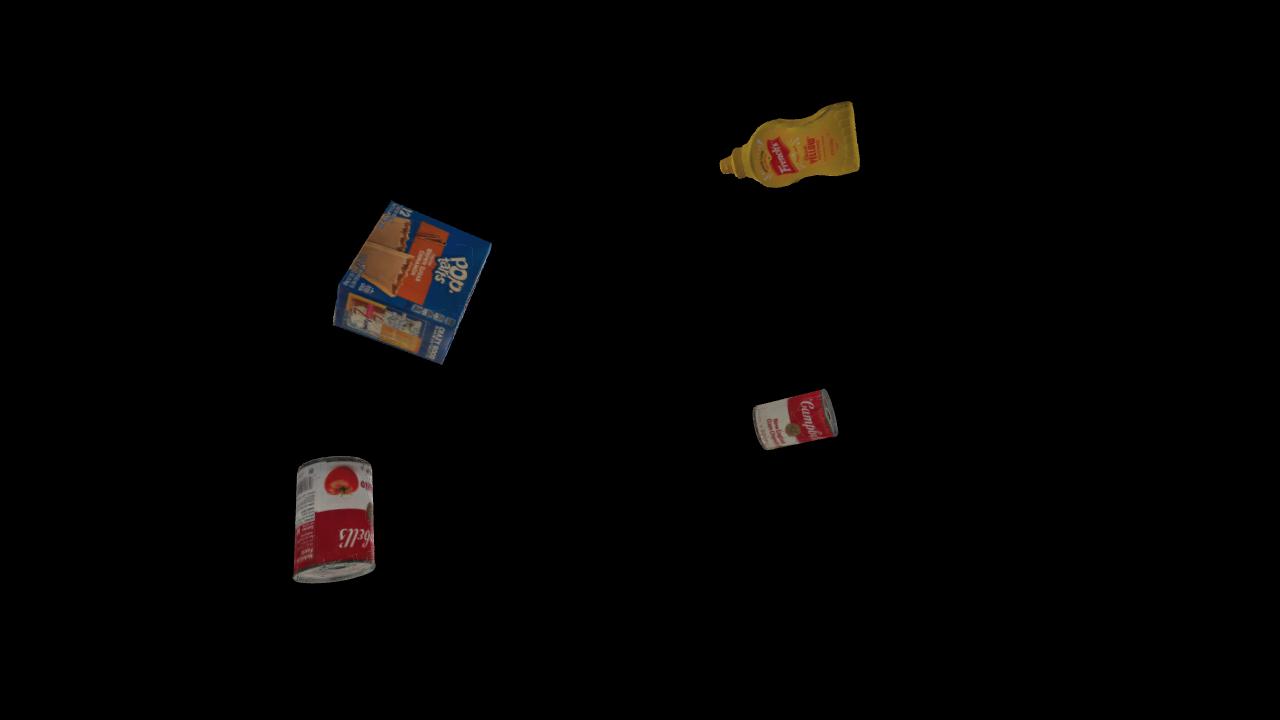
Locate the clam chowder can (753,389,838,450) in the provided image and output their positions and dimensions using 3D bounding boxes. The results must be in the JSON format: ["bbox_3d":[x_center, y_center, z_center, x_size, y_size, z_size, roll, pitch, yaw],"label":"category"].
[{"bbox_3d":[0.218,0.085,0.866,0.102,0.068,0.068,-17,-7,25],"label":"clam chowder can"}]

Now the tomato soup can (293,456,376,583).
[{"bbox_3d":[-0.285,0.148,0.575,0.068,0.101,0.068,-12,-27,-6],"label":"tomato soup can"}]

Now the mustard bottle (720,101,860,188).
[{"bbox_3d":[0.197,-0.282,0.834,0.184,0.092,0.054,-6,38,23],"label":"mustard bottle"}]

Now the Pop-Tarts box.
[{"bbox_3d":[-0.290,-0.102,0.799,0.141,0.167,0.083,22,-42,-15],"label":"Pop-Tarts box"}]
